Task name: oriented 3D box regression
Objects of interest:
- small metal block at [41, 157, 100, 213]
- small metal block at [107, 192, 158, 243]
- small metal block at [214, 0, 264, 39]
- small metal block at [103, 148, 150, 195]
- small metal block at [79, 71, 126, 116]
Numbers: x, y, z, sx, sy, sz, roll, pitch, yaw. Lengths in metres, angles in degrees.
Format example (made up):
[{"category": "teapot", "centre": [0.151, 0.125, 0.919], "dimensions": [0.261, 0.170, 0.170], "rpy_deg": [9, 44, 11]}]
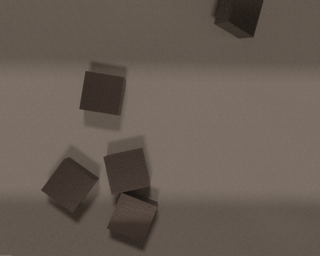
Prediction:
[{"category": "small metal block", "centre": [-0.118, 0.074, 0.410], "dimensions": [0.050, 0.025, 0.050], "rpy_deg": [36, 90, -1]}, {"category": "small metal block", "centre": [-0.036, 0.115, 0.411], "dimensions": [0.050, 0.025, 0.050], "rpy_deg": [22, 90, -1]}, {"category": "small metal block", "centre": [0.102, -0.150, 0.400], "dimensions": [0.050, 0.025, 0.050], "rpy_deg": [15, 90, -36]}, {"category": "small metal block", "centre": [-0.043, 0.056, 0.411], "dimensions": [0.050, 0.025, 0.050], "rpy_deg": [-12, 90, -1]}, {"category": "small metal block", "centre": [-0.075, -0.045, 0.410], "dimensions": [0.050, 0.025, 0.050], "rpy_deg": [9, 90, -1]}]
